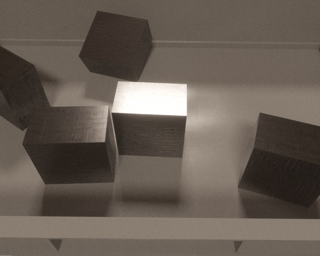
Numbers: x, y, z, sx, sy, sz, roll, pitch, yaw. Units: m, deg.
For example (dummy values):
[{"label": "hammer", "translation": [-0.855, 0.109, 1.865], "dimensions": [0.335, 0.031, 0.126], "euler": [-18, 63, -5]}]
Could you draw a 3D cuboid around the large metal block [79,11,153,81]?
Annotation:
[{"label": "large metal block", "translation": [-0.065, -0.124, 0.474], "dimensions": [0.080, 0.050, 0.080], "euler": [14, 75, 11]}]

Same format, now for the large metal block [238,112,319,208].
[{"label": "large metal block", "translation": [0.138, 0.036, 0.341], "dimensions": [0.080, 0.080, 0.050], "euler": [14, 52, 11]}]

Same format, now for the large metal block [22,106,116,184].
[{"label": "large metal block", "translation": [-0.095, 0.021, 0.350], "dimensions": [0.081, 0.080, 0.050], "euler": [-1, 50, -2]}]

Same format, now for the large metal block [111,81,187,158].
[{"label": "large metal block", "translation": [-0.010, -0.008, 0.376], "dimensions": [0.080, 0.080, 0.050], "euler": [3, 50, 2]}]

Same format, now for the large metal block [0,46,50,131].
[{"label": "large metal block", "translation": [-0.202, -0.055, 0.413], "dimensions": [0.080, 0.080, 0.050], "euler": [29, 56, 22]}]
